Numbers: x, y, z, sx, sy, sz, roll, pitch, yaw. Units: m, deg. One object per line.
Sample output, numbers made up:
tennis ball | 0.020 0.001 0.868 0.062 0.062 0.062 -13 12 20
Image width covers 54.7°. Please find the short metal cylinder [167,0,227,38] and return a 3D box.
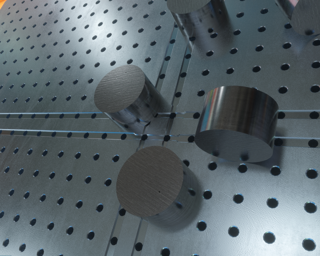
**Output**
short metal cylinder | 0.057 -0.187 0.477 0.080 0.050 0.080 -13 56 21

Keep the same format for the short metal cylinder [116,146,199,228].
short metal cylinder | -0.002 0.067 0.352 0.080 0.050 0.080 -13 56 21

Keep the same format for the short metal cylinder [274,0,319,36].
short metal cylinder | 0.187 -0.160 0.373 0.080 0.080 0.050 -24 53 14

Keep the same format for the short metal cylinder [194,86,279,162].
short metal cylinder | 0.082 -0.002 0.331 0.080 0.080 0.050 3 63 29

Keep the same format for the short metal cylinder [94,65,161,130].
short metal cylinder | -0.046 -0.043 0.443 0.080 0.050 0.080 -13 56 21
